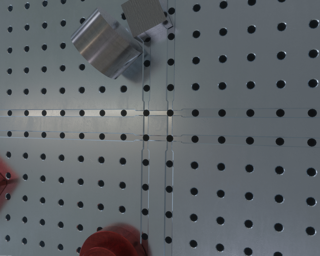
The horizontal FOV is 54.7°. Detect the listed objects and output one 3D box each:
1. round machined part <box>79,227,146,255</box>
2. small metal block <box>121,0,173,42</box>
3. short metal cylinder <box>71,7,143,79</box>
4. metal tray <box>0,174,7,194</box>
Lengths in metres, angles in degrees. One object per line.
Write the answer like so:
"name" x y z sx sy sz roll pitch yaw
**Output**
"round machined part" -0.071 0.192 0.429 0.098 0.042 0.097 0 90 20
"small metal block" -0.018 -0.152 0.419 0.050 0.025 0.050 -23 82 18
"short metal cylinder" -0.068 -0.111 0.407 0.050 0.080 0.080 -42 77 15
"metal tray" -0.328 0.113 0.525 0.090 0.030 0.130 40 102 15
